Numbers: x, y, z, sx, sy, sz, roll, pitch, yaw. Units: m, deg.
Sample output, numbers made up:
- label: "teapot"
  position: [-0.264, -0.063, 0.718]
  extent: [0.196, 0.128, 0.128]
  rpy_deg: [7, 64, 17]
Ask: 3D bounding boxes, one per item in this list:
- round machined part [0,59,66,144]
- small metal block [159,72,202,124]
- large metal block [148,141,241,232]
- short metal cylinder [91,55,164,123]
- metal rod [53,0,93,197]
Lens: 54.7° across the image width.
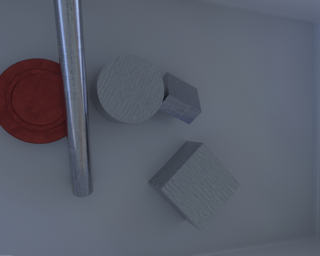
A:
- label: "round machined part"
  position: [-0.136, -0.030, 0.352]
  extent: [0.099, 0.042, 0.097]
  rpy_deg: [0, 90, -21]
- label: "small metal block"
  position: [0.024, -0.039, 0.403]
  extent: [0.050, 0.025, 0.050]
  rpy_deg: [25, 37, -24]
- label: "large metal block"
  position: [0.046, 0.075, 0.416]
  extent: [0.080, 0.050, 0.080]
  rpy_deg: [-46, 105, -14]
- label: "short metal cylinder"
  position: [-0.041, -0.045, 0.383]
  extent: [0.081, 0.050, 0.079]
  rpy_deg: [0, 90, -20]
- label: "metal rod"
  position: [-0.088, -0.057, 0.314]
  extent: [0.025, 0.025, 0.298]
  rpy_deg: [-8, 118, -20]
